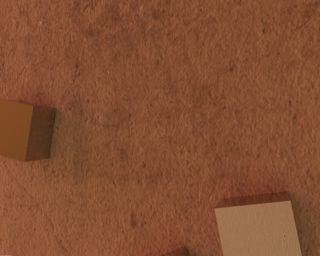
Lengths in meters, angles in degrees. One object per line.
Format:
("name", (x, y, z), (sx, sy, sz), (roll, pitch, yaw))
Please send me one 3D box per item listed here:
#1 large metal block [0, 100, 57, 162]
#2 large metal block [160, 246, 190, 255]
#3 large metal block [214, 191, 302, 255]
("large metal block", (-0.211, 0.001, 0.468), (0.080, 0.050, 0.079), (11, 94, 19))
("large metal block", (0.009, 0.210, 0.392), (0.080, 0.050, 0.080), (-29, 81, 17))
("large metal block", (0.114, 0.122, 0.355), (0.080, 0.050, 0.080), (-11, 86, 19))
